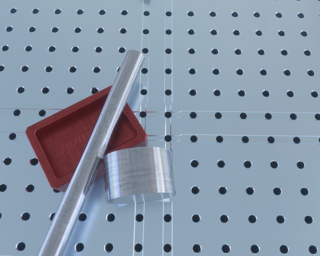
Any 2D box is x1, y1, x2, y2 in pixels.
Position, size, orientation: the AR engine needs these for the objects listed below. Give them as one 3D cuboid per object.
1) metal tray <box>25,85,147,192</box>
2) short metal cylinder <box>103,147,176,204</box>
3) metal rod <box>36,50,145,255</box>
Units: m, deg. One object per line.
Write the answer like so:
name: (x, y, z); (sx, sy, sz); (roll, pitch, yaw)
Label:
metal tray: (-0.093, 0.012, 0.403); (0.131, 0.030, 0.090); (-29, 73, -11)
short metal cylinder: (-0.024, 0.057, 0.361); (0.081, 0.080, 0.050); (-6, 70, -3)
metal rod: (-0.081, 0.036, 0.365); (0.025, 0.025, 0.299); (18, 71, 6)
